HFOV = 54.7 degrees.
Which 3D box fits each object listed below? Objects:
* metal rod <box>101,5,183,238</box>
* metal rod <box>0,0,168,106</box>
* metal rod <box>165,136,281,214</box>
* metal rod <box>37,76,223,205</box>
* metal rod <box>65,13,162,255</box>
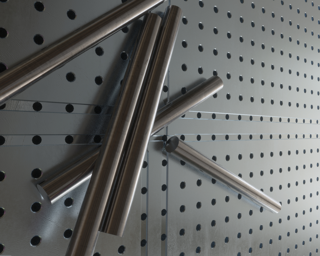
[{"bbox_3d":[-0.015,-0.026,0.372,0.025,0.025,0.299,31,63,-36],"label":"metal rod"},{"bbox_3d":[-0.068,-0.112,0.353,0.301,0.025,0.025,-44,117,-31],"label":"metal rod"},{"bbox_3d":[0.120,0.088,0.512,0.301,0.025,0.025,32,70,-36],"label":"metal rod"},{"bbox_3d":[-0.014,-0.002,0.399,0.302,0.025,0.025,-34,111,-35],"label":"metal rod"},{"bbox_3d":[-0.044,-0.007,0.347,0.025,0.025,0.299,32,62,-36],"label":"metal rod"}]
